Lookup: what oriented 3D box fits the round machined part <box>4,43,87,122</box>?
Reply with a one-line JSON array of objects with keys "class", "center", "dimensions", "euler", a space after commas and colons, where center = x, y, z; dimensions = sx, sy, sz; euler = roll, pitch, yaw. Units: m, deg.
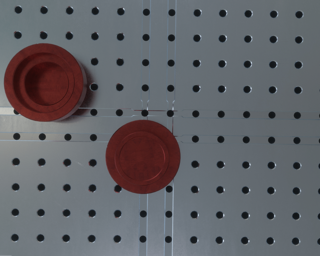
[{"class": "round machined part", "center": [-0.144, -0.057, 0.404], "dimensions": [0.099, 0.042, 0.097], "euler": [0, 90, 0]}]

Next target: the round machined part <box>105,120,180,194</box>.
[{"class": "round machined part", "center": [-0.022, 0.038, 0.405], "dimensions": [0.099, 0.042, 0.097], "euler": [0, 90, 0]}]
